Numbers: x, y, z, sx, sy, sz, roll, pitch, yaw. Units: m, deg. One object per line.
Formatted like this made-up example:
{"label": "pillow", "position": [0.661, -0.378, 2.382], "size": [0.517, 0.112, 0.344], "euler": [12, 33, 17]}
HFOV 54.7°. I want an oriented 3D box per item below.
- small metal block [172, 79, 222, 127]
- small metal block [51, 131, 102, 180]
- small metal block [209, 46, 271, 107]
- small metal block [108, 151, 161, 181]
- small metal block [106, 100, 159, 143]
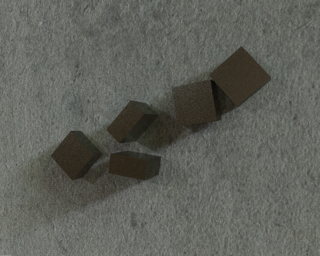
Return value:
{"label": "small metal block", "position": [0.046, -0.030, 0.389], "size": [0.050, 0.025, 0.050], "euler": [-9, 88, 24]}
{"label": "small metal block", "position": [-0.121, 0.039, 0.450], "size": [0.050, 0.025, 0.050], "euler": [44, 103, 14]}
{"label": "small metal block", "position": [0.097, -0.061, 0.375], "size": [0.050, 0.025, 0.050], "euler": [-42, 77, 14]}
{"label": "small metal block", "position": [-0.032, 0.048, 0.406], "size": [0.050, 0.050, 0.025], "euler": [8, 93, 19]}
{"label": "small metal block", "position": [-0.035, -0.008, 0.407], "size": [0.025, 0.050, 0.050], "euler": [44, 104, 14]}
